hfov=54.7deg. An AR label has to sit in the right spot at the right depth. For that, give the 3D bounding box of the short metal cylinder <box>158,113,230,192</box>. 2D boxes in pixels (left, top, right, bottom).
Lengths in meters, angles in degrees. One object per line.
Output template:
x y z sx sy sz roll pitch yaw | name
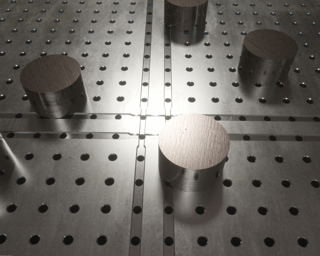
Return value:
0.038 0.029 0.368 0.081 0.050 0.080 0 50 0 | short metal cylinder

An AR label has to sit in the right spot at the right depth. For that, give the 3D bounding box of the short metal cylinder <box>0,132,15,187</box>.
-0.219 0.034 0.360 0.081 0.050 0.080 0 50 0 | short metal cylinder

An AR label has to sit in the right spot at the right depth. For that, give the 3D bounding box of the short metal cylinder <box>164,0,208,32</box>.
0.048 -0.225 0.581 0.081 0.050 0.080 0 50 0 | short metal cylinder

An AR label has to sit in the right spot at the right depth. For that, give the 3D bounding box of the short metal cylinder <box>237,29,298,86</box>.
0.167 -0.112 0.487 0.081 0.050 0.080 0 50 0 | short metal cylinder

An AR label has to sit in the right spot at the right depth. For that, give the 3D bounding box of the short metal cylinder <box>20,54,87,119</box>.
-0.149 -0.060 0.440 0.081 0.050 0.080 0 50 0 | short metal cylinder
